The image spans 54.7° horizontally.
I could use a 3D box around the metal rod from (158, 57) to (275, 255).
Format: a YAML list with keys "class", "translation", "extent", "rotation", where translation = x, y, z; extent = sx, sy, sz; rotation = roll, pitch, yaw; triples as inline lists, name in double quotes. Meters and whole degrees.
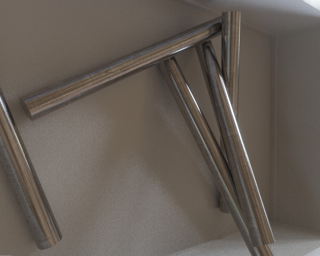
- class: "metal rod"
  translation: [0.071, 0.042, 0.391]
  extent: [0.025, 0.025, 0.299]
  rotation: [-18, 78, -39]

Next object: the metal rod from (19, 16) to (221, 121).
- class: "metal rod"
  translation: [-0.016, -0.085, 0.373]
  extent: [0.302, 0.025, 0.025]
  rotation: [-31, 110, -30]

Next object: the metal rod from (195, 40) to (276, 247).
- class: "metal rod"
  translation: [0.087, -0.006, 0.398]
  extent: [0.025, 0.025, 0.299]
  rotation: [10, 59, -40]

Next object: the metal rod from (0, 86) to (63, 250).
- class: "metal rod"
  translation: [-0.153, -0.024, 0.278]
  extent: [0.025, 0.025, 0.298]
  rotation: [-27, 107, -37]

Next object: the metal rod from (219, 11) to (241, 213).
- class: "metal rod"
  translation: [0.101, -0.012, 0.454]
  extent: [0.025, 0.025, 0.298]
  rotation: [-17, 112, -39]
